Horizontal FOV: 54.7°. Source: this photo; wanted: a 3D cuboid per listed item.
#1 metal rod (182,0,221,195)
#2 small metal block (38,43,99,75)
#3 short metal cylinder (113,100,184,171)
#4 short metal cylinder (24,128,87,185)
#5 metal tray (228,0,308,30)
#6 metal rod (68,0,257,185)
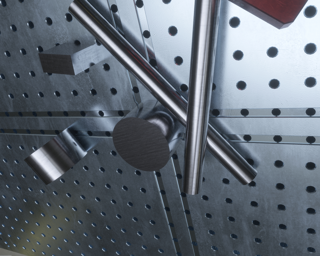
[{"bbox_3d":[0.044,-0.058,0.329,0.025,0.025,0.298,12,117,21],"label":"metal rod"},{"bbox_3d":[-0.116,-0.090,0.399,0.050,0.050,0.025,9,122,23],"label":"small metal block"},{"bbox_3d":[-0.014,0.010,0.407,0.080,0.050,0.079,13,124,20],"label":"short metal cylinder"},{"bbox_3d":[-0.163,0.044,0.486,0.080,0.080,0.050,-29,103,37],"label":"short metal cylinder"},{"bbox_3d":[0.073,-0.153,0.252,0.130,0.030,0.090,33,105,6],"label":"metal tray"},{"bbox_3d":[0.006,-0.043,0.380,0.300,0.025,0.025,45,129,-4],"label":"metal rod"}]
